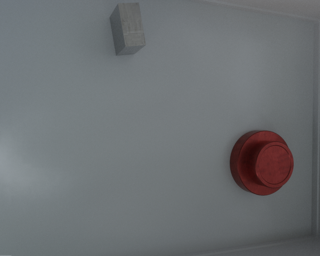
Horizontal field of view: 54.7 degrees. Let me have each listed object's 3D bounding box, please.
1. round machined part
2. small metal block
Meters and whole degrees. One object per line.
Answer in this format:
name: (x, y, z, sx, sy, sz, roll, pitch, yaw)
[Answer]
round machined part: (0.158, 0.053, 0.462, 0.099, 0.042, 0.097, 0, 90, -21)
small metal block: (-0.041, -0.120, 0.383, 0.025, 0.050, 0.050, -11, 94, -20)
